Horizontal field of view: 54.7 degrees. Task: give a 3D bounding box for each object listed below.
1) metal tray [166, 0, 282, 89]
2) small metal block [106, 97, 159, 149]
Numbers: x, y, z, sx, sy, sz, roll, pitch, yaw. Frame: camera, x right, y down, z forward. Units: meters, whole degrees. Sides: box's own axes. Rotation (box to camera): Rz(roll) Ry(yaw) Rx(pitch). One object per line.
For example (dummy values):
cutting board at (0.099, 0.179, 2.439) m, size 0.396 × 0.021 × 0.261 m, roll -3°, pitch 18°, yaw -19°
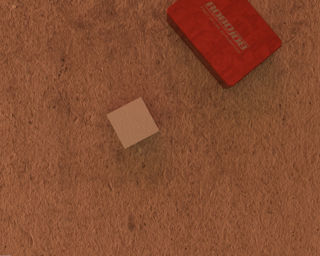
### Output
metal tray at (0.082, -0.128, 0.409) m, size 0.090 × 0.030 × 0.130 m, roll -40°, pitch 91°, yaw 0°
small metal block at (-0.035, -0.007, 0.410) m, size 0.050 × 0.025 × 0.050 m, roll -28°, pitch 90°, yaw -1°
